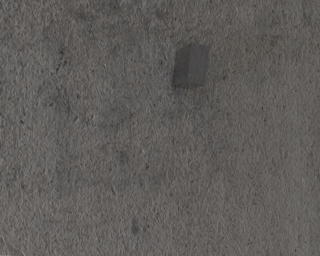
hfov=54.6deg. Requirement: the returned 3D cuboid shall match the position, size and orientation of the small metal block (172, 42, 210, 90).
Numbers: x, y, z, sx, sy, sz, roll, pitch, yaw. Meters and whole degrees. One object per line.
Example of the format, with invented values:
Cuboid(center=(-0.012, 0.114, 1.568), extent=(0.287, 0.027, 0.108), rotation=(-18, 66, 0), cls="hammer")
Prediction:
Cuboid(center=(0.040, -0.080, 0.410), extent=(0.025, 0.050, 0.050), rotation=(8, 87, -20), cls="small metal block")
